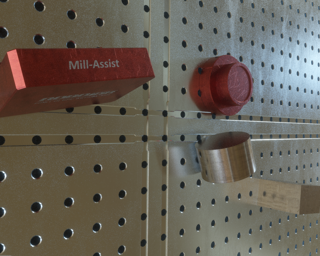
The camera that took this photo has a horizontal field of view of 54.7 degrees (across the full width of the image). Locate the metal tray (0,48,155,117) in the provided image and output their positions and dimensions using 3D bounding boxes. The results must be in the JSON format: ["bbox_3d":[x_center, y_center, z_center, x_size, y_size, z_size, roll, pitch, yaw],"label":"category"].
[{"bbox_3d":[-0.082,-0.044,0.296,0.131,0.090,0.030,-13,85,-40],"label":"metal tray"}]

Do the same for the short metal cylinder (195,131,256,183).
[{"bbox_3d":[0.096,0.041,0.457,0.081,0.080,0.050,-23,105,-38],"label":"short metal cylinder"}]

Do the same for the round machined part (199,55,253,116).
[{"bbox_3d":[0.112,-0.068,0.494,0.099,0.042,0.097,0,90,-40],"label":"round machined part"}]

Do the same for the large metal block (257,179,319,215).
[{"bbox_3d":[0.242,0.127,0.581,0.081,0.080,0.050,11,83,-40],"label":"large metal block"}]
